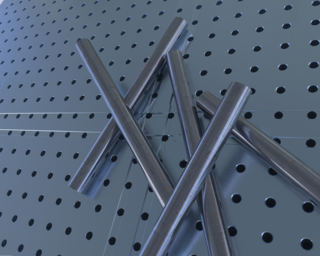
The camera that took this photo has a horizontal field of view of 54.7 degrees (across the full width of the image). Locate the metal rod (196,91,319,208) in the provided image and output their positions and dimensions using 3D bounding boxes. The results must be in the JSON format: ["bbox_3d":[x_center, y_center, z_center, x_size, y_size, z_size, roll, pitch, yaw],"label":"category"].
[{"bbox_3d":[0.139,0.047,0.306,0.025,0.025,0.300,-43,51,-2],"label":"metal rod"}]

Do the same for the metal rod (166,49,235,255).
[{"bbox_3d":[0.041,0.014,0.376,0.025,0.025,0.299,-21,54,16],"label":"metal rod"}]

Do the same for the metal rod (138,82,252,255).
[{"bbox_3d":[0.016,0.086,0.319,0.025,0.025,0.299,25,83,36],"label":"metal rod"}]

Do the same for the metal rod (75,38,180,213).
[{"bbox_3d":[-0.052,-0.020,0.416,0.025,0.025,0.299,-35,61,5],"label":"metal rod"}]

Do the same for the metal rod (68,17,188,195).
[{"bbox_3d":[-0.040,-0.042,0.453,0.025,0.025,0.300,19,72,35],"label":"metal rod"}]
